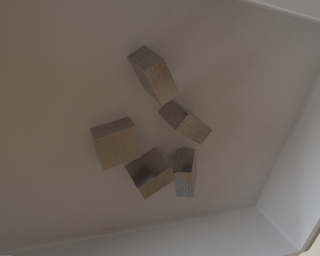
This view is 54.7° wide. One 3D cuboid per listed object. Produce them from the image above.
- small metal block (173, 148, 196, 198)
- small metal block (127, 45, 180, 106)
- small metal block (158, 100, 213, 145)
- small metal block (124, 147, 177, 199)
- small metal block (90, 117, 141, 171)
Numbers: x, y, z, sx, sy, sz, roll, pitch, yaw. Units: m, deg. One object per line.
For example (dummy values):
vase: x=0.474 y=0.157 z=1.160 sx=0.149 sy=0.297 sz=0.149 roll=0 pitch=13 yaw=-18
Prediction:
small metal block: x=0.038 y=0.065 z=0.452 sx=0.025 sy=0.050 sz=0.050 roll=1 pitch=126 yaw=13
small metal block: x=-0.008 y=-0.060 z=0.353 sx=0.025 sy=0.050 sz=0.050 roll=-34 pitch=129 yaw=-6
small metal block: x=0.033 y=-0.009 z=0.407 sx=0.050 sy=0.050 sz=0.025 roll=29 pitch=102 yaw=-38
small metal block: x=-0.014 y=0.061 z=0.424 sx=0.050 sy=0.050 sz=0.025 roll=-32 pitch=129 yaw=-8
small metal block: x=-0.056 y=0.020 z=0.392 sx=0.050 sy=0.025 sz=0.050 roll=-19 pitch=126 yaw=-18
